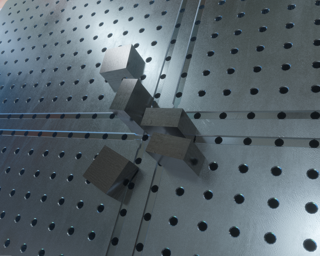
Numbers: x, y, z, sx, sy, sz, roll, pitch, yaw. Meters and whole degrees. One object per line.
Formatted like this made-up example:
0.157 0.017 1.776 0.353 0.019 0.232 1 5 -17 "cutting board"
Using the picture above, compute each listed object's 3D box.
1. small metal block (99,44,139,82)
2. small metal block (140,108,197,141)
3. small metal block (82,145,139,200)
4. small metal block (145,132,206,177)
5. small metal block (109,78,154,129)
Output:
-0.066 -0.106 0.510 0.050 0.025 0.050 -5 59 25 "small metal block"
0.012 -0.001 0.388 0.050 0.050 0.025 3 63 30 "small metal block"
-0.065 0.058 0.408 0.050 0.025 0.050 26 76 37 "small metal block"
0.019 0.031 0.364 0.050 0.050 0.025 11 67 33 "small metal block"
-0.038 -0.034 0.434 0.025 0.050 0.050 7 65 32 "small metal block"
